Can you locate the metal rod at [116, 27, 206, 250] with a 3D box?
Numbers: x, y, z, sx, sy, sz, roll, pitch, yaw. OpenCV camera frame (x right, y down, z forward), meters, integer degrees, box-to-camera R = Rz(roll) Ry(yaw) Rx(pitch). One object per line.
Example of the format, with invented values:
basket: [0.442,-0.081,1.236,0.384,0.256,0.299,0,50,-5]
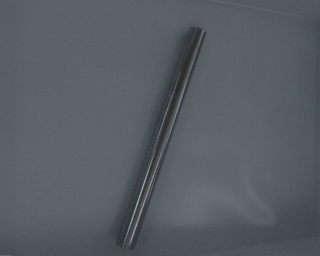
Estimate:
metal rod: [0.004,0.008,0.409,0.025,0.025,0.299,21,83,-19]
